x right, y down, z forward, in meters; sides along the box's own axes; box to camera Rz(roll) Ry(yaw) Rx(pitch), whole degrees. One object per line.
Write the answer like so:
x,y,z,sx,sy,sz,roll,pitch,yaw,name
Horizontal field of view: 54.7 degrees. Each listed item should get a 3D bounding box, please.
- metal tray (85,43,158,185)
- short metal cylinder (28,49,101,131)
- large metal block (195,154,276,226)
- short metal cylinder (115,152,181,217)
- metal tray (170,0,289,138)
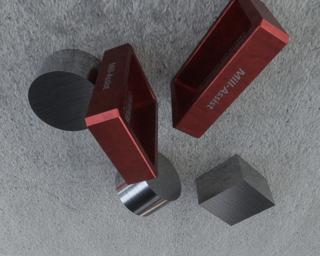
-0.032,-0.019,0.322,0.030,0.130,0.090,-16,128,13,metal tray
-0.101,-0.043,0.353,0.081,0.050,0.079,0,130,0,short metal cylinder
0.113,0.097,0.475,0.080,0.050,0.080,-37,121,27,large metal block
-0.016,0.077,0.436,0.080,0.080,0.050,36,121,-27,short metal cylinder
0.058,-0.063,0.311,0.030,0.090,0.129,25,126,-20,metal tray
